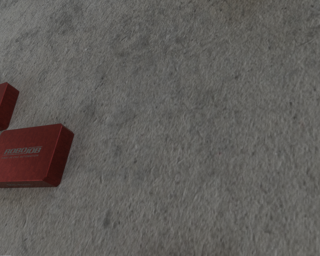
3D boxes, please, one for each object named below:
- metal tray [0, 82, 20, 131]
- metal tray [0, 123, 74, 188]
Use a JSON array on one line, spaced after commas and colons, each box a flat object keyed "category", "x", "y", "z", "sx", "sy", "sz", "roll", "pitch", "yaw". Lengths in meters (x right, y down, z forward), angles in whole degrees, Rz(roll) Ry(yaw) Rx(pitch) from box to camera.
[{"category": "metal tray", "x": -0.340, "y": -0.031, "z": 0.594, "sx": 0.130, "sy": 0.030, "sz": 0.090, "roll": -12, "pitch": 57, "yaw": 21}, {"category": "metal tray", "x": -0.203, "y": 0.044, "z": 0.477, "sx": 0.130, "sy": 0.030, "sz": 0.090, "roll": -6, "pitch": 59, "yaw": 24}]
